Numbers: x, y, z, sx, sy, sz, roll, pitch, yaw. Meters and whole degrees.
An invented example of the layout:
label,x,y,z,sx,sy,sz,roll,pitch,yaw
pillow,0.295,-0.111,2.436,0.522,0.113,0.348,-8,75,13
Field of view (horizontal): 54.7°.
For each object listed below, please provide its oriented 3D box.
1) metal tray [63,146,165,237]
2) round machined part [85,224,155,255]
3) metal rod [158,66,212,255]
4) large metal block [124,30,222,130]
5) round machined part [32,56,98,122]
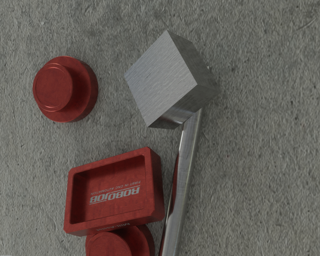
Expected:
label,x,y,z,sx,sy,sz,roll,pitch,yaw
metal tray,-0.062,0.085,0.407,0.130,0.030,0.090,-17,56,19
round machined part,-0.060,0.168,0.421,0.098,0.042,0.097,0,90,20
metal rod,0.028,0.069,0.399,0.025,0.025,0.298,11,94,19
large metal block,0.013,-0.054,0.372,0.080,0.050,0.080,-40,62,30
round machined part,-0.144,-0.057,0.451,0.098,0.042,0.097,0,90,20
